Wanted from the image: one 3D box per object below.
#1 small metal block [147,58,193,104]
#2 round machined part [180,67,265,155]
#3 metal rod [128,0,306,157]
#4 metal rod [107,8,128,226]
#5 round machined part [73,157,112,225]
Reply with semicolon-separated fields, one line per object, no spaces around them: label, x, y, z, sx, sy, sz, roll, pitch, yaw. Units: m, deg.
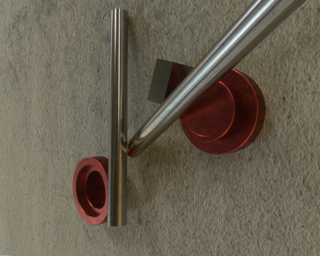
small metal block;0.016;-0.054;0.376;0.025;0.050;0.050;23;104;38
round machined part;0.061;-0.019;0.344;0.098;0.042;0.097;0;90;40
metal rod;0.023;-0.030;0.317;0.299;0.025;0.025;-44;61;55
metal rod;-0.057;-0.022;0.426;0.025;0.025;0.299;-10;76;39
round machined part;-0.086;0.091;0.462;0.098;0.042;0.097;1;91;44
